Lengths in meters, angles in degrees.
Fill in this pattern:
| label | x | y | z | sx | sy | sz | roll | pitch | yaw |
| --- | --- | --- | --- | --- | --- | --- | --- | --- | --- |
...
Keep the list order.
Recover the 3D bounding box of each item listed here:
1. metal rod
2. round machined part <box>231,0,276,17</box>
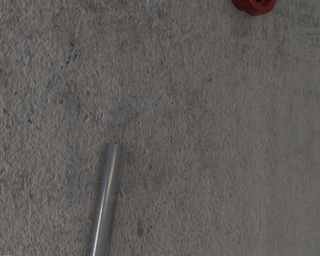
| label | x | y | z | sx | sy | sz | roll | pitch | yaw |
| --- | --- | --- | --- | --- | --- | --- | --- | --- | --- |
| metal rod | -0.073 | 0.166 | 0.343 | 0.025 | 0.025 | 0.298 | 14 | 81 | -39 |
| round machined part | 0.152 | -0.237 | 0.521 | 0.099 | 0.042 | 0.097 | 0 | 90 | -40 |
